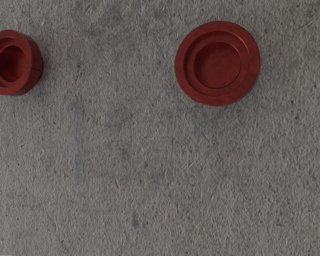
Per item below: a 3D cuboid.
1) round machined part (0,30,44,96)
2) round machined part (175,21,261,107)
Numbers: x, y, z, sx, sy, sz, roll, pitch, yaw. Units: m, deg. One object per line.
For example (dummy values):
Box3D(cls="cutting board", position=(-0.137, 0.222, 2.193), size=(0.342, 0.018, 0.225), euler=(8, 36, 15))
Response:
Box3D(cls="round machined part", position=(-0.221, -0.097, 0.478), size=(0.098, 0.042, 0.097), euler=(0, 90, 20))
Box3D(cls="round machined part", position=(0.071, -0.074, 0.375), size=(0.098, 0.042, 0.097), euler=(0, 90, 20))
